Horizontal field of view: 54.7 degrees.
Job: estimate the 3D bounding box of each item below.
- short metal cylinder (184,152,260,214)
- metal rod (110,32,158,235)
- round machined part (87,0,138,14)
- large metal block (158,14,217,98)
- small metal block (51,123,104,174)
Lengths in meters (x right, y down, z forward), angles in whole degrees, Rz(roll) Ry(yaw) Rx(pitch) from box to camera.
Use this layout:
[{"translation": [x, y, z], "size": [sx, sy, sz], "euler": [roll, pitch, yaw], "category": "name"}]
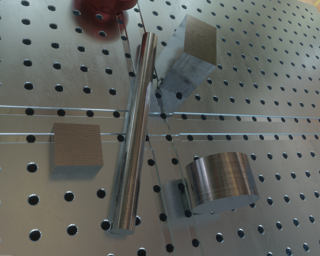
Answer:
[{"translation": [0.073, 0.068, 0.373], "size": [0.081, 0.080, 0.050], "euler": [5, 60, -26], "category": "short metal cylinder"}, {"translation": [-0.027, -0.017, 0.404], "size": [0.025, 0.025, 0.300], "euler": [18, 55, -18], "category": "metal rod"}, {"translation": [-0.081, -0.221, 0.490], "size": [0.099, 0.042, 0.098], "euler": [14, 56, -21], "category": "round machined part"}, {"translation": [0.040, -0.105, 0.461], "size": [0.050, 0.080, 0.080], "euler": [19, 54, -18], "category": "large metal block"}, {"translation": [-0.093, 0.023, 0.345], "size": [0.050, 0.025, 0.050], "euler": [3, 60, -27], "category": "small metal block"}]
